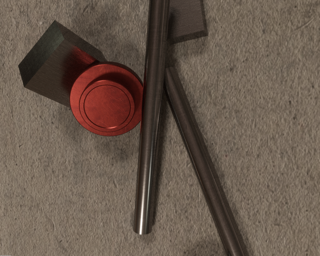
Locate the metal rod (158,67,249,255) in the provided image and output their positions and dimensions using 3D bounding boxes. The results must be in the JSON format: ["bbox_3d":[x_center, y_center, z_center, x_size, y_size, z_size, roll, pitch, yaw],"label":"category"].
[{"bbox_3d":[0.061,0.064,0.387,0.025,0.025,0.299,-23,83,18],"label":"metal rod"}]

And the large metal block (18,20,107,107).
[{"bbox_3d":[-0.126,-0.081,0.416,0.080,0.080,0.050,-45,51,14],"label":"large metal block"}]

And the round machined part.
[{"bbox_3d":[-0.066,-0.033,0.398,0.099,0.042,0.097,-2,112,-5],"label":"round machined part"}]

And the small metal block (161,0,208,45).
[{"bbox_3d":[0.031,-0.140,0.397,0.050,0.025,0.050,-9,87,19],"label":"small metal block"}]

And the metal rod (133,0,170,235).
[{"bbox_3d":[-0.012,-0.010,0.394,0.025,0.025,0.298,8,99,19],"label":"metal rod"}]
